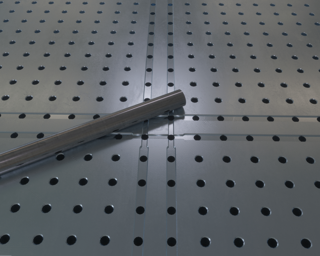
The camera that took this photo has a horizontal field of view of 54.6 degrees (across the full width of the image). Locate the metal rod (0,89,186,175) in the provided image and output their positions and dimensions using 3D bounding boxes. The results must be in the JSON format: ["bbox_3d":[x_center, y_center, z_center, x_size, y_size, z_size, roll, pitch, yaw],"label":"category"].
[{"bbox_3d":[-0.103,0.009,0.399,0.302,0.025,0.025,-21,53,-17],"label":"metal rod"}]
